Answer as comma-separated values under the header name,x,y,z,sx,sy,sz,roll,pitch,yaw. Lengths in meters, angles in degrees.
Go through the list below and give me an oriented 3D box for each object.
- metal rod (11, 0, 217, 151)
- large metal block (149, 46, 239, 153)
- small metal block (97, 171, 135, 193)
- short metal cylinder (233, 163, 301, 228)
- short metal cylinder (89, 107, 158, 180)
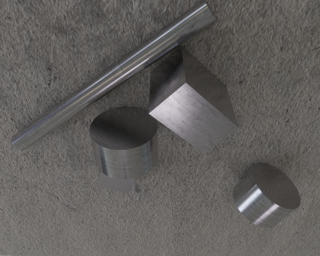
name,x,y,z,sx,sy,sz,roll,pitch,yaw
metal rod,-0.070,-0.049,0.364,0.300,0.025,0.025,-30,124,22
large metal block,0.035,-0.033,0.343,0.080,0.080,0.050,36,121,-27
small metal block,-0.064,0.068,0.464,0.050,0.025,0.050,13,129,-11
short metal cylinder,0.156,0.098,0.456,0.080,0.080,0.050,19,128,-16
short metal cylinder,-0.043,0.017,0.385,0.081,0.080,0.050,-1,130,0
